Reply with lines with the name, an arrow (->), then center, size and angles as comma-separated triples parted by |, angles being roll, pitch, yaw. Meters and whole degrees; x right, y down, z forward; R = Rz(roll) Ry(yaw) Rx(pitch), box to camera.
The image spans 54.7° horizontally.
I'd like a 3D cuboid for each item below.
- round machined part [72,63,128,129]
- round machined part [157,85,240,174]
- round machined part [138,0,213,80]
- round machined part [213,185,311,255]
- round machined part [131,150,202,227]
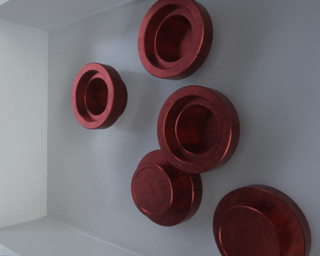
round machined part -> -0.087, -0.047, 0.468 | 0.098, 0.042, 0.097 | 0, 90, 40
round machined part -> 0.047, 0.002, 0.357 | 0.098, 0.042, 0.097 | 0, 90, 40
round machined part -> 0.023, -0.107, 0.377 | 0.098, 0.042, 0.097 | 0, 90, 40
round machined part -> 0.096, 0.110, 0.316 | 0.098, 0.042, 0.097 | 0, 90, 40
round machined part -> 0.001, 0.076, 0.395 | 0.098, 0.042, 0.097 | 0, 90, 40
